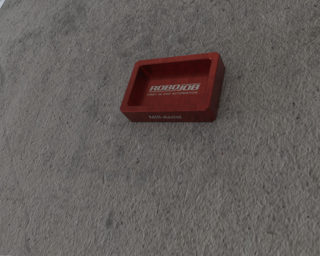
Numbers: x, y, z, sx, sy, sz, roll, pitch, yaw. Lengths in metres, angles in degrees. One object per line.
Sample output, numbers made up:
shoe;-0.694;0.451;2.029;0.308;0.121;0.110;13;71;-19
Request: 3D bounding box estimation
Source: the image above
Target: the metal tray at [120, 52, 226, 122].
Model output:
metal tray;0.017;-0.054;0.425;0.130;0.030;0.090;1;62;28
